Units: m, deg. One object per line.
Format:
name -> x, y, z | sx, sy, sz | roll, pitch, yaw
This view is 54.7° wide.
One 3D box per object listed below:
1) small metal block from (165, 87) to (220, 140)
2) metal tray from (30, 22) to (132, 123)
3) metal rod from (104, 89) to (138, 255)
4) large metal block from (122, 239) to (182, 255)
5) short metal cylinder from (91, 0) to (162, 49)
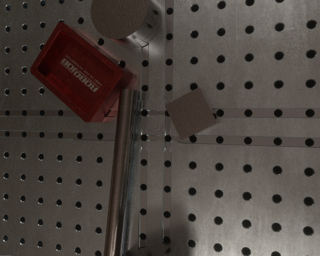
small metal block -> 0.042, -0.018, 0.397 | 0.050, 0.025, 0.050 | -27, 81, 17
metal tray -> -0.117, -0.080, 0.449 | 0.130, 0.030, 0.090 | 40, 102, 15
metal rod -> -0.058, 0.096, 0.431 | 0.025, 0.025, 0.298 | 7, 92, 19
large metal block -> -0.019, 0.187, 0.389 | 0.080, 0.080, 0.050 | -22, 83, 18
short metal cylinder -> -0.044, -0.152, 0.414 | 0.080, 0.050, 0.079 | 0, 90, 19
